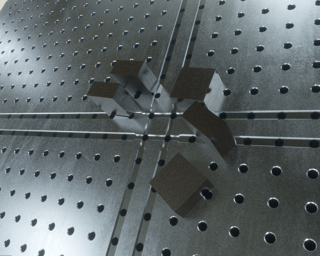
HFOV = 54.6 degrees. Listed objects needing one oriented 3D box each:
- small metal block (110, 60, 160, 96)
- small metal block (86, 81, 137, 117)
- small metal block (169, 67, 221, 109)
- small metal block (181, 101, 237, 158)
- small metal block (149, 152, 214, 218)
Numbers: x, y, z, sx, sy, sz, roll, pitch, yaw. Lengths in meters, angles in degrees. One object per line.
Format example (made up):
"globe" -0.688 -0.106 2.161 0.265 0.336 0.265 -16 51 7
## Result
"small metal block" -0.037 -0.074 0.458 0.050 0.050 0.025 11 67 33
"small metal block" -0.070 -0.043 0.456 0.050 0.050 0.025 10 67 32
"small metal block" 0.048 -0.053 0.417 0.050 0.025 0.050 10 67 32
"small metal block" 0.058 0.002 0.362 0.025 0.050 0.050 -45 51 -3
"small metal block" 0.024 0.065 0.357 0.050 0.025 0.050 -45 51 -3
